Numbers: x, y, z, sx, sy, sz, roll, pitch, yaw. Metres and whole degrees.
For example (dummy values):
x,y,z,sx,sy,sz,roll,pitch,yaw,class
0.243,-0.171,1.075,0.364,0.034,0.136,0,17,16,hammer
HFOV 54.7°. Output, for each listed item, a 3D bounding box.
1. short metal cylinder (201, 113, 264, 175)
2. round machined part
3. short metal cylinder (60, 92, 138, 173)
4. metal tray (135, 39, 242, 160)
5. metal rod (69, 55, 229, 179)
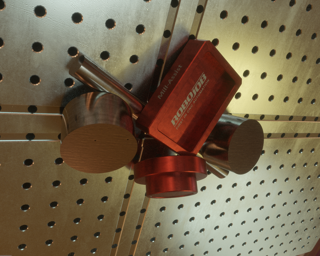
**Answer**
x,y,z,sx,sy,sz,roll,pitch,yaw,class
0.106,0.022,0.451,0.081,0.050,0.079,-11,108,-37,short metal cylinder
0.015,0.069,0.416,0.099,0.042,0.098,-4,161,-1,round machined part
-0.068,0.006,0.346,0.081,0.050,0.080,-8,136,-7,short metal cylinder
0.040,-0.033,0.390,0.090,0.030,0.130,37,84,-39,metal tray
0.008,0.003,0.417,0.025,0.025,0.301,-49,129,6,metal rod
